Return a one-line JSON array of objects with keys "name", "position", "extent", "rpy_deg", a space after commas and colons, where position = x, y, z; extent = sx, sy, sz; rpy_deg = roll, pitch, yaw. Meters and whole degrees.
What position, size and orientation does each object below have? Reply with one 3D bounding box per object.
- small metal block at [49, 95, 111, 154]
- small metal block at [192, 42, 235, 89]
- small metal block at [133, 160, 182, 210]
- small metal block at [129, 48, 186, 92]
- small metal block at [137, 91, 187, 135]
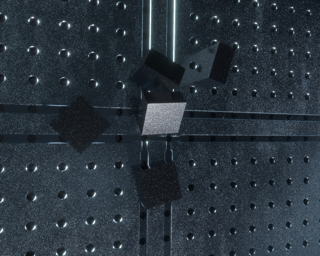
[{"name": "small metal block", "position": [-0.098, -0.004, 0.377], "extent": [0.050, 0.025, 0.050], "rpy_deg": [-46, 104, -14]}, {"name": "small metal block", "position": [0.072, -0.084, 0.426], "extent": [0.025, 0.050, 0.050], "rpy_deg": [19, 84, -19]}, {"name": "small metal block", "position": [-0.003, 0.074, 0.411], "extent": [0.050, 0.025, 0.050], "rpy_deg": [-13, 95, -20]}, {"name": "small metal block", "position": [-0.004, -0.068, 0.395], "extent": [0.050, 0.050, 0.025], "rpy_deg": [28, 66, -18]}, {"name": "small metal block", "position": [0.001, -0.019, 0.399], "extent": [0.050, 0.025, 0.050], "rpy_deg": [-3, 131, -20]}]
